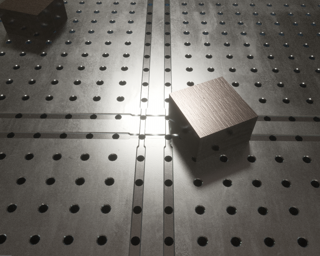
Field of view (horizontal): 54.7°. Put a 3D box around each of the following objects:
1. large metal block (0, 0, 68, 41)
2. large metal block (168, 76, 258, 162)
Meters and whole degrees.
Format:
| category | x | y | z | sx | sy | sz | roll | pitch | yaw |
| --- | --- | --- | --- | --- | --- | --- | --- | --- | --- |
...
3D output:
| category | x | y | z | sx | sy | sz | roll | pitch | yaw |
| --- | --- | --- | --- | --- | --- | --- | --- | --- | --- |
| large metal block | -0.230 | -0.210 | 0.565 | 0.080 | 0.050 | 0.080 | 14 | 51 | 11 |
| large metal block | 0.065 | -0.013 | 0.404 | 0.081 | 0.050 | 0.080 | -20 | 53 | -16 |
